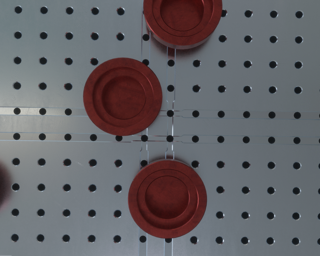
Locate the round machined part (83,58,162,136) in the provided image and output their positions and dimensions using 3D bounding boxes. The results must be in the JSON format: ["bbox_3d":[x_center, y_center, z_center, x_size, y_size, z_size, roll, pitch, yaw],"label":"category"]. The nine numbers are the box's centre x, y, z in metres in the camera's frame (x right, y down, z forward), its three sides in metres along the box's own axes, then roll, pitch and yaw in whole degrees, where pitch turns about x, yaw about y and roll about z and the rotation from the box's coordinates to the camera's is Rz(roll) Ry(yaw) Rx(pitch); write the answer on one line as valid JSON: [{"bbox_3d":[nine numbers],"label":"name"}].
[{"bbox_3d":[-0.046,-0.039,0.405,0.099,0.042,0.097,0,90,0],"label":"round machined part"}]

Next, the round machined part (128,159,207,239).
[{"bbox_3d":[0.009,0.089,0.405,0.099,0.042,0.097,0,90,0],"label":"round machined part"}]

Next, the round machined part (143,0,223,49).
[{"bbox_3d":[0.029,-0.151,0.405,0.099,0.042,0.097,0,90,0],"label":"round machined part"}]
